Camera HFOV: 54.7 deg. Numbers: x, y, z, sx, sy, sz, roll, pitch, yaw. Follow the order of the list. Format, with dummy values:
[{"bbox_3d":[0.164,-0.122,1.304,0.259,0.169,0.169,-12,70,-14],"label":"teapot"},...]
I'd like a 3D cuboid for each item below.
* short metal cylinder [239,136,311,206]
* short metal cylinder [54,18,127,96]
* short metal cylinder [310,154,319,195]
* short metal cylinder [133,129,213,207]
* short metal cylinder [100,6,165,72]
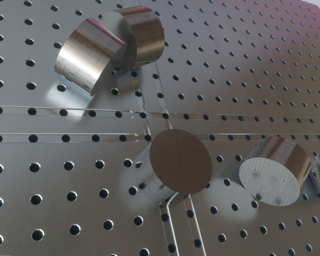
[{"bbox_3d":[0.156,0.058,0.421,0.080,0.080,0.050,46,51,3],"label":"short metal cylinder"},{"bbox_3d":[-0.083,-0.086,0.380,0.050,0.080,0.080,34,51,-6],"label":"short metal cylinder"},{"bbox_3d":[0.277,0.069,0.480,0.081,0.080,0.050,5,60,-26],"label":"short metal cylinder"},{"bbox_3d":[0.015,0.048,0.371,0.081,0.050,0.080,13,56,-21],"label":"short metal cylinder"},{"bbox_3d":[-0.040,-0.123,0.426,0.050,0.080,0.080,-29,78,-37],"label":"short metal cylinder"}]
